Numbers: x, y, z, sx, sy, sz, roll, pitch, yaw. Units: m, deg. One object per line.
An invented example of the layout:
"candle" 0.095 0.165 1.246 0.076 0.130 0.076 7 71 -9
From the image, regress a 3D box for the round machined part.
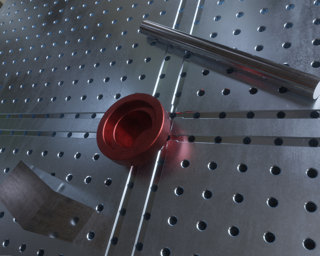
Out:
"round machined part" -0.031 0.006 0.410 0.098 0.042 0.098 -13 56 21

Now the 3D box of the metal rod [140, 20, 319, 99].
"metal rod" 0.076 -0.107 0.433 0.300 0.025 0.025 32 80 38

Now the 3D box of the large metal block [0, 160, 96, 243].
"large metal block" -0.143 0.093 0.391 0.080 0.080 0.050 27 77 37
